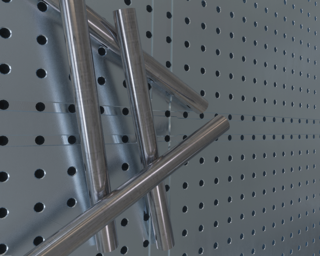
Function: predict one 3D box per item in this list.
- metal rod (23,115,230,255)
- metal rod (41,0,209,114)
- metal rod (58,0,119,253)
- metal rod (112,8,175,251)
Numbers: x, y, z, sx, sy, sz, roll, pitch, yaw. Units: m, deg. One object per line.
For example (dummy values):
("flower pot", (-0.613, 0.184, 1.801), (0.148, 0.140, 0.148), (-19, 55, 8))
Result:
("metal rod", (-0.025, 0.066, 0.342), (0.302, 0.025, 0.025), (-33, 111, -30))
("metal rod", (-0.043, -0.096, 0.372), (0.301, 0.025, 0.025), (32, 70, -35))
("metal rod", (-0.075, -0.009, 0.327), (0.025, 0.025, 0.298), (-15, 105, -39))
("metal rod", (-0.016, 0.014, 0.376), (0.025, 0.025, 0.298), (-21, 109, -38))
